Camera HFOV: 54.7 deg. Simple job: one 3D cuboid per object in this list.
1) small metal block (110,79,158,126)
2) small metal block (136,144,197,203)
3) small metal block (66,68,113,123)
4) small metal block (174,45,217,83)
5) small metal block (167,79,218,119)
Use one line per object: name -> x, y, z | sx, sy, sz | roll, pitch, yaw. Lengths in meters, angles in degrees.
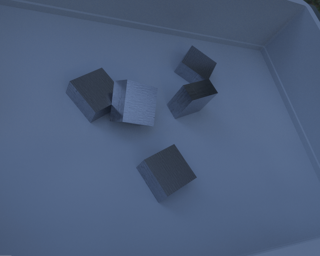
small metal block -> -0.032, -0.030, 0.386 | 0.050, 0.025, 0.050 | 9, 86, -45
small metal block -> 0.008, 0.055, 0.378 | 0.050, 0.025, 0.050 | -25, 76, -37
small metal block -> -0.080, -0.042, 0.389 | 0.050, 0.025, 0.050 | -35, 81, -39
small metal block -> 0.058, -0.097, 0.498 | 0.050, 0.025, 0.050 | 34, 51, -6
small metal block -> 0.045, -0.041, 0.441 | 0.050, 0.050, 0.025 | -19, 72, -35
